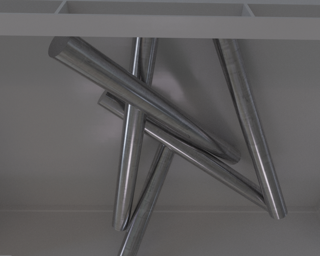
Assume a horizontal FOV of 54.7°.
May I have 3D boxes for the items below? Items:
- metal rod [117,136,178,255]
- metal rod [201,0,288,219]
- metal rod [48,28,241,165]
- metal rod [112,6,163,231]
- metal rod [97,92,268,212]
[{"bbox_3d":[-0.035,0.148,0.432,0.025,0.025,0.298,19,95,-16],"label":"metal rod"},{"bbox_3d":[0.109,-0.003,0.370,0.025,0.025,0.299,-18,117,14],"label":"metal rod"},{"bbox_3d":[0.015,-0.011,0.338,0.025,0.025,0.301,-32,142,24],"label":"metal rod"},{"bbox_3d":[-0.033,0.015,0.362,0.025,0.025,0.298,7,123,-6],"label":"metal rod"},{"bbox_3d":[0.052,0.039,0.410,0.301,0.025,0.025,33,123,-21],"label":"metal rod"}]
